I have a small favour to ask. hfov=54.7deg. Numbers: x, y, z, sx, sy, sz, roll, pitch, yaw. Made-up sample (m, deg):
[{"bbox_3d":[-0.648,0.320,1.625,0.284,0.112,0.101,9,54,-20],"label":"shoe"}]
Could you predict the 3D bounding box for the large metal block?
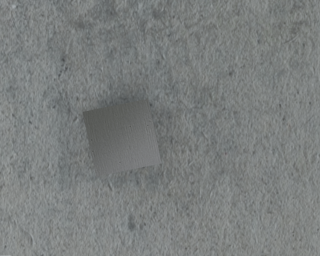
[{"bbox_3d":[-0.046,0.011,0.397,0.080,0.050,0.080,-12,90,-1],"label":"large metal block"}]
